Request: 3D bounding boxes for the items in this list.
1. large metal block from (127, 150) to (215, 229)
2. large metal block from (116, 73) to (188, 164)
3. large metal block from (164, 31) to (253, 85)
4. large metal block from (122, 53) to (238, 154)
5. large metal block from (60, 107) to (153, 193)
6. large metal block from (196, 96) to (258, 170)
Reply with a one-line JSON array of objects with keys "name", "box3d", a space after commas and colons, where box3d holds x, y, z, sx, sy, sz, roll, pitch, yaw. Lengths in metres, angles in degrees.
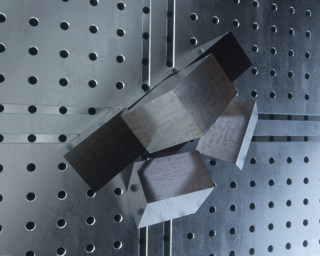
[{"name": "large metal block", "box3d": [0.009, 0.076, 0.379, 0.081, 0.080, 0.050, -9, 57, -20]}, {"name": "large metal block", "box3d": [0.000, -0.011, 0.400, 0.080, 0.050, 0.080, -41, 103, -15]}, {"name": "large metal block", "box3d": [0.056, -0.073, 0.404, 0.080, 0.080, 0.050, -41, 104, -15]}, {"name": "large metal block", "box3d": [0.021, -0.025, 0.324, 0.050, 0.080, 0.080, 54, 49, -12]}, {"name": "large metal block", "box3d": [-0.065, 0.022, 0.358, 0.080, 0.080, 0.050, -40, 103, -16]}, {"name": "large metal block", "box3d": [0.091, 0.007, 0.409, 0.050, 0.080, 0.080, 17, 83, 22]}]
